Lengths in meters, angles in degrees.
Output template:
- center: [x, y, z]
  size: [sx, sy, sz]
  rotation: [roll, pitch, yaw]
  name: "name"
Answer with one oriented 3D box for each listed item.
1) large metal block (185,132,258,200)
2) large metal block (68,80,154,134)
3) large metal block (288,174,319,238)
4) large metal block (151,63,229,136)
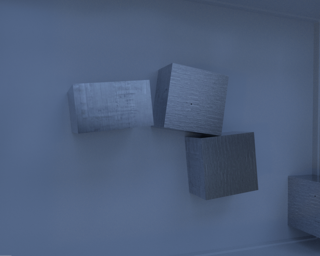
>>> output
- center: [0.085, 0.049, 0.430]
  size: [0.081, 0.050, 0.079]
  rotation: [-6, 92, -20]
  name: "large metal block"
- center: [-0.061, -0.024, 0.360]
  size: [0.081, 0.080, 0.050]
  rotation: [-6, 93, -20]
  name: "large metal block"
- center: [0.245, 0.118, 0.474]
  size: [0.050, 0.080, 0.079]
  rotation: [0, 90, -20]
  name: "large metal block"
- center: [0.039, -0.035, 0.413]
  size: [0.081, 0.050, 0.080]
  rotation: [9, 87, -20]
  name: "large metal block"
